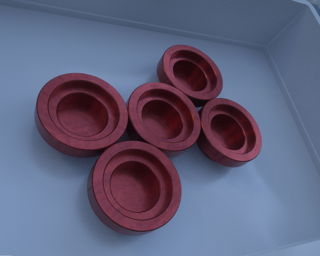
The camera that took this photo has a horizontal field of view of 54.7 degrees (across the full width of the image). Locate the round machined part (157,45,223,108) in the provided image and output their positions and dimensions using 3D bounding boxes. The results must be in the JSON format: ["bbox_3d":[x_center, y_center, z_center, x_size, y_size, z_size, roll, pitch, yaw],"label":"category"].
[{"bbox_3d":[0.040,-0.071,0.456,0.099,0.042,0.098,14,56,-21],"label":"round machined part"}]

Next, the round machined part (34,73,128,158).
[{"bbox_3d":[-0.089,-0.011,0.350,0.099,0.042,0.098,14,56,-21],"label":"round machined part"}]

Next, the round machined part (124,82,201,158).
[{"bbox_3d":[-0.001,-0.006,0.394,0.099,0.042,0.098,14,56,-21],"label":"round machined part"}]

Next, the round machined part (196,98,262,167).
[{"bbox_3d":[0.089,0.010,0.433,0.099,0.042,0.098,14,56,-21],"label":"round machined part"}]

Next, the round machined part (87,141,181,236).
[{"bbox_3d":[-0.030,0.066,0.334,0.099,0.042,0.098,14,56,-21],"label":"round machined part"}]
